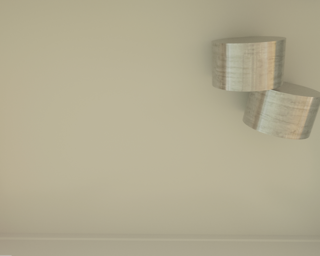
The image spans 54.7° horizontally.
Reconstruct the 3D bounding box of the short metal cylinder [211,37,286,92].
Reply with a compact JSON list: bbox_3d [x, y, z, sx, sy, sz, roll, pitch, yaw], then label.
[{"bbox_3d":[0.100,-0.076,0.355,0.080,0.080,0.050,-4,110,1],"label":"short metal cylinder"}]

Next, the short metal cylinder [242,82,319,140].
[{"bbox_3d":[0.146,-0.025,0.374,0.081,0.080,0.050,8,110,-3],"label":"short metal cylinder"}]
